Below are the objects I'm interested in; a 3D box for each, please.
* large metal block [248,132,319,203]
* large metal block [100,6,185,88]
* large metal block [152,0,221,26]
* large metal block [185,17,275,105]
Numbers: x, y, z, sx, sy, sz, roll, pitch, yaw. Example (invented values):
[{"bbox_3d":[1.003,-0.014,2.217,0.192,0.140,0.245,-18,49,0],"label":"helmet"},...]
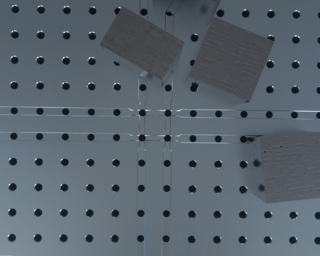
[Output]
[{"bbox_3d":[0.166,0.048,0.403,0.081,0.050,0.079,-6,90,-1],"label":"large metal block"},{"bbox_3d":[-0.020,-0.095,0.386,0.080,0.080,0.050,30,90,-1],"label":"large metal block"},{"bbox_3d":[0.036,-0.176,0.386,0.080,0.080,0.050,18,90,-1],"label":"large metal block"},{"bbox_3d":[0.087,-0.084,0.402,0.080,0.050,0.080,22,90,-1],"label":"large metal block"}]
